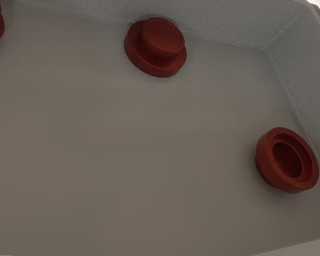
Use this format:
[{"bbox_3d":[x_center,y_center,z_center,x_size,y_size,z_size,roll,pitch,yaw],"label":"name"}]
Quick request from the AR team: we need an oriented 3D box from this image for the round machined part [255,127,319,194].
[{"bbox_3d":[0.183,0.051,0.462,0.099,0.042,0.098,14,56,-21],"label":"round machined part"}]

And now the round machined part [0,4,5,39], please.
[{"bbox_3d":[-0.216,-0.133,0.335,0.098,0.042,0.098,39,35,-34],"label":"round machined part"}]

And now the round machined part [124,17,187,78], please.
[{"bbox_3d":[-0.002,-0.128,0.472,0.099,0.042,0.098,14,56,-21],"label":"round machined part"}]
